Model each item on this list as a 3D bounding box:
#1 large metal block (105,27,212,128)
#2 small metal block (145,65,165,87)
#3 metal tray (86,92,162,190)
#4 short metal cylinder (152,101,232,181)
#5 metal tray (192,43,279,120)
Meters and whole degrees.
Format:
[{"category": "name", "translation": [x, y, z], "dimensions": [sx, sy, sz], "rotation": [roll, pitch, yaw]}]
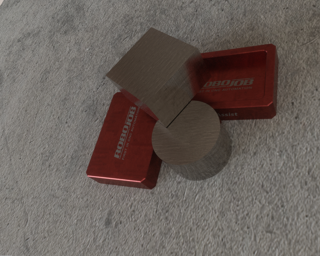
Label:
[{"category": "large metal block", "translation": [-0.002, -0.061, 0.361], "dimensions": [0.080, 0.050, 0.080], "rotation": [-48, 51, -6]}, {"category": "small metal block", "translation": [-0.006, -0.061, 0.430], "dimensions": [0.050, 0.050, 0.025], "rotation": [1, 62, 28]}, {"category": "metal tray", "translation": [-0.036, 0.012, 0.415], "dimensions": [0.090, 0.030, 0.130], "rotation": [1, 62, 28]}, {"category": "short metal cylinder", "translation": [0.038, 0.015, 0.360], "dimensions": [0.080, 0.050, 0.080], "rotation": [-13, 56, 21]}, {"category": "metal tray", "translation": [0.079, -0.055, 0.394], "dimensions": [0.130, 0.030, 0.090], "rotation": [-1, 61, 27]}]
